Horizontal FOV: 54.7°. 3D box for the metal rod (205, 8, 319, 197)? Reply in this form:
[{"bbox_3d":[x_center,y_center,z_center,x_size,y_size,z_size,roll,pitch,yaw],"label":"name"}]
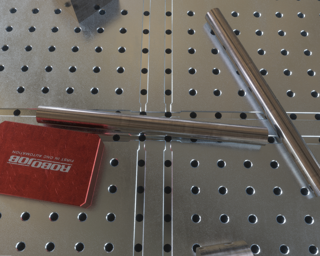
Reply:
[{"bbox_3d":[0.143,-0.048,0.430,0.025,0.025,0.299,-23,72,-9],"label":"metal rod"}]

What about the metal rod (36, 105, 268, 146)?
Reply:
[{"bbox_3d":[-0.011,-0.004,0.412,0.302,0.025,0.025,6,70,1],"label":"metal rod"}]

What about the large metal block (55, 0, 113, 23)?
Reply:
[{"bbox_3d":[-0.124,-0.224,0.479,0.080,0.050,0.080,-41,75,-14],"label":"large metal block"}]

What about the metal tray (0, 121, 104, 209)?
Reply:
[{"bbox_3d":[-0.145,0.046,0.391,0.131,0.030,0.090,8,70,2],"label":"metal tray"}]

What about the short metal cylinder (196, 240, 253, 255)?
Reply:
[{"bbox_3d":[0.071,0.163,0.324,0.050,0.080,0.080,-8,70,-3],"label":"short metal cylinder"}]
